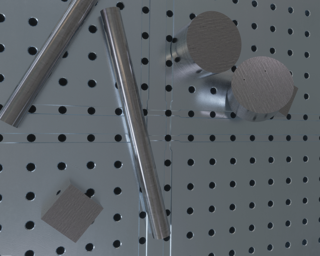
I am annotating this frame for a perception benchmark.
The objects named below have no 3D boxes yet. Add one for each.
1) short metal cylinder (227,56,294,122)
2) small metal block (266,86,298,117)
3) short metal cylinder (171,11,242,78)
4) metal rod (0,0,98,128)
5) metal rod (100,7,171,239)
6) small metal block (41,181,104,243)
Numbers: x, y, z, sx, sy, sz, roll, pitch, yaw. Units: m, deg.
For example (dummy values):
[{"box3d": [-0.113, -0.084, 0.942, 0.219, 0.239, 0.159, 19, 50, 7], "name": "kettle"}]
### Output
[{"box3d": [0.137, -0.053, 0.433, 0.080, 0.050, 0.080, -1, 78, 5], "name": "short metal cylinder"}, {"box3d": [0.178, -0.050, 0.478, 0.050, 0.025, 0.050, 28, 81, -18], "name": "small metal block"}, {"box3d": [0.062, -0.111, 0.422, 0.081, 0.050, 0.079, 0, 90, -20], "name": "short metal cylinder"}, {"box3d": [-0.102, -0.136, 0.374, 0.025, 0.025, 0.299, 31, 80, -18], "name": "metal rod"}, {"box3d": [-0.030, -0.003, 0.401, 0.025, 0.025, 0.298, -14, 95, -20], "name": "metal rod"}, {"box3d": [-0.106, 0.100, 0.374, 0.050, 0.025, 0.050, 42, 77, -15], "name": "small metal block"}]
